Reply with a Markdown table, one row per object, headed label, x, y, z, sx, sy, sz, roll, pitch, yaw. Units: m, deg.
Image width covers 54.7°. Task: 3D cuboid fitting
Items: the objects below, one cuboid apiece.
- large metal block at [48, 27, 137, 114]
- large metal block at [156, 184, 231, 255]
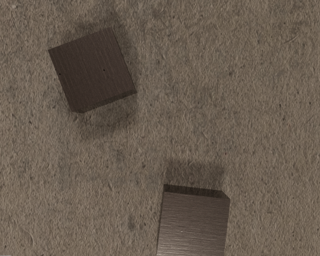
| label | x | y | z | sx | sy | sz | roll | pitch | yaw |
| --- | --- | --- | --- | --- | --- | --- | --- | --- | --- |
| large metal block | -0.083 | -0.071 | 0.396 | 0.080 | 0.050 | 0.080 | -21 | 90 | -1 |
| large metal block | 0.040 | 0.121 | 0.398 | 0.081 | 0.050 | 0.079 | 7 | 90 | -1 |
